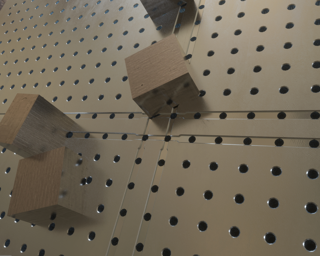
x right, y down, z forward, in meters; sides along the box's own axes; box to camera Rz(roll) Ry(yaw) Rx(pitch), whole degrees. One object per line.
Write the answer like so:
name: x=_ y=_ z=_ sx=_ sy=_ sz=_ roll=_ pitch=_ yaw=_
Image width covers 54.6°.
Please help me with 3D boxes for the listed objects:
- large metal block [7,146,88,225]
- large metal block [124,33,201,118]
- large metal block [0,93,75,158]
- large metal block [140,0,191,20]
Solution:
large metal block: x=-0.150 y=0.080 z=0.424 sx=0.080 sy=0.050 sz=0.080 roll=-16 pitch=55 yaw=19
large metal block: x=0.002 y=-0.073 z=0.437 sx=0.080 sy=0.050 sz=0.080 roll=-24 pitch=53 yaw=13
large metal block: x=-0.190 y=0.003 z=0.472 sx=0.050 sy=0.080 sz=0.080 roll=6 pitch=65 yaw=31
large metal block: x=0.005 y=-0.249 z=0.544 sx=0.080 sy=0.050 sz=0.080 roll=-22 pitch=53 yaw=15
